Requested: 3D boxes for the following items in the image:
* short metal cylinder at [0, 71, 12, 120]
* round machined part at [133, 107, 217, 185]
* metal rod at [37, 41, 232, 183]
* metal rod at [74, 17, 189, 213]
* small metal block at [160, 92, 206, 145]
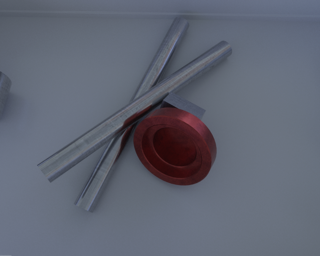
[{"bbox_3d":[-0.239,-0.046,0.394,0.080,0.080,0.050,6,70,2],"label":"short metal cylinder"},{"bbox_3d":[0.021,0.018,0.373,0.098,0.097,0.042,29,40,10],"label":"round machined part"},{"bbox_3d":[-0.016,-0.033,0.397,0.302,0.025,0.025,-37,74,-22],"label":"metal rod"},{"bbox_3d":[-0.030,-0.031,0.420,0.025,0.025,0.300,24,71,8],"label":"metal rod"},{"bbox_3d":[0.024,-0.010,0.397,0.050,0.050,0.025,29,40,10],"label":"small metal block"}]
